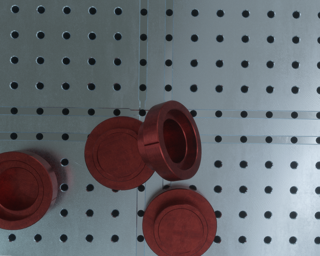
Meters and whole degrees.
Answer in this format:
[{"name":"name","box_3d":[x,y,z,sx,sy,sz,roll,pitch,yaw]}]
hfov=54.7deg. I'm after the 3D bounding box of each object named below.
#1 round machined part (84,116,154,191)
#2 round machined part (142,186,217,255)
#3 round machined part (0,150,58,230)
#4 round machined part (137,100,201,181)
[{"name":"round machined part","box_3d":[-0.050,0.033,0.404,0.099,0.042,0.097,0,90,-1]},{"name":"round machined part","box_3d":[0.026,0.128,0.405,0.099,0.042,0.097,0,90,-1]},{"name":"round machined part","box_3d":[-0.182,0.078,0.403,0.099,0.042,0.097,0,90,-1]},{"name":"round machined part","box_3d":[0.009,0.018,0.386,0.042,0.099,0.097,-15,90,34]}]
